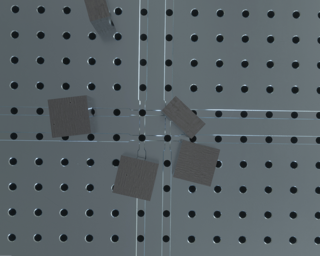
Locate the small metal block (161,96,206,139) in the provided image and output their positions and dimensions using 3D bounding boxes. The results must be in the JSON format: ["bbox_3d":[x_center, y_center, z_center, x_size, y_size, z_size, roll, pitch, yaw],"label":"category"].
[{"bbox_3d":[0.029,-0.013,0.401,0.050,0.050,0.025,43,90,-1],"label":"small metal block"}]

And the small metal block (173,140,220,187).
[{"bbox_3d":[0.048,0.046,0.414,0.050,0.025,0.050,15,90,-1],"label":"small metal block"}]

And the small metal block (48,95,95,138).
[{"bbox_3d":[-0.117,-0.015,0.412,0.050,0.025,0.050,-7,90,-1],"label":"small metal block"}]

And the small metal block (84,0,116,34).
[{"bbox_3d":[-0.079,-0.156,0.400,0.025,0.050,0.050,-15,90,0],"label":"small metal block"}]

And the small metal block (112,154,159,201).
[{"bbox_3d":[-0.032,0.065,0.413,0.050,0.025,0.050,13,90,-1],"label":"small metal block"}]
